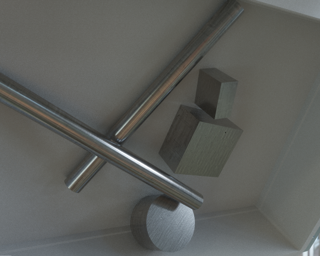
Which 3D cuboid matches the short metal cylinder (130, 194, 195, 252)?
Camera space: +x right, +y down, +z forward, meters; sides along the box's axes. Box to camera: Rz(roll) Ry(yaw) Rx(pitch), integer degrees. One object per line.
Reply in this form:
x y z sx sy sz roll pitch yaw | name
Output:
0.004 0.138 0.455 0.081 0.050 0.080 10 70 -29 | short metal cylinder

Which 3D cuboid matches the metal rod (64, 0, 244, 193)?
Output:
-0.010 -0.036 0.382 0.300 0.025 0.025 -47 130 5 | metal rod

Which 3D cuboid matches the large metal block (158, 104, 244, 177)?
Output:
0.057 0.020 0.438 0.081 0.050 0.079 11 113 -33 | large metal block

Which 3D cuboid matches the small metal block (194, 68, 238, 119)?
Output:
0.072 -0.046 0.405 0.025 0.050 0.050 -9 123 -24 | small metal block

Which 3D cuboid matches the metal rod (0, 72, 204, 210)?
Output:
-0.056 0.029 0.364 0.301 0.025 0.025 35 99 -29 | metal rod
